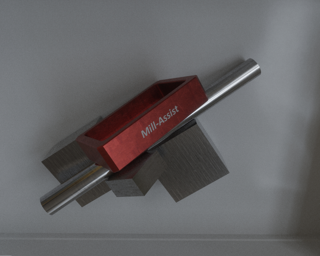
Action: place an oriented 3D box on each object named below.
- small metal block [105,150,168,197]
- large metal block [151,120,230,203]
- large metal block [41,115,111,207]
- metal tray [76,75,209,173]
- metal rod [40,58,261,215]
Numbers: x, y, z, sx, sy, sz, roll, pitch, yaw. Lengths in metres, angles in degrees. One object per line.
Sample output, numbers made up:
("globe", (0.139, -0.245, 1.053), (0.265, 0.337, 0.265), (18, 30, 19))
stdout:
("small metal block", (-0.028, 0.054, 0.364), (0.050, 0.050, 0.025), (-14, 114, 44))
("large metal block", (0.033, 0.038, 0.411), (0.080, 0.050, 0.080), (-32, 107, 10))
("large metal block", (-0.091, 0.043, 0.409), (0.080, 0.050, 0.080), (-32, 107, 10))
("metal tray", (-0.021, -0.010, 0.343), (0.131, 0.090, 0.030), (-38, 110, -21))
("metal rod", (-0.007, 0.007, 0.373), (0.301, 0.025, 0.025), (-34, 108, -5))
